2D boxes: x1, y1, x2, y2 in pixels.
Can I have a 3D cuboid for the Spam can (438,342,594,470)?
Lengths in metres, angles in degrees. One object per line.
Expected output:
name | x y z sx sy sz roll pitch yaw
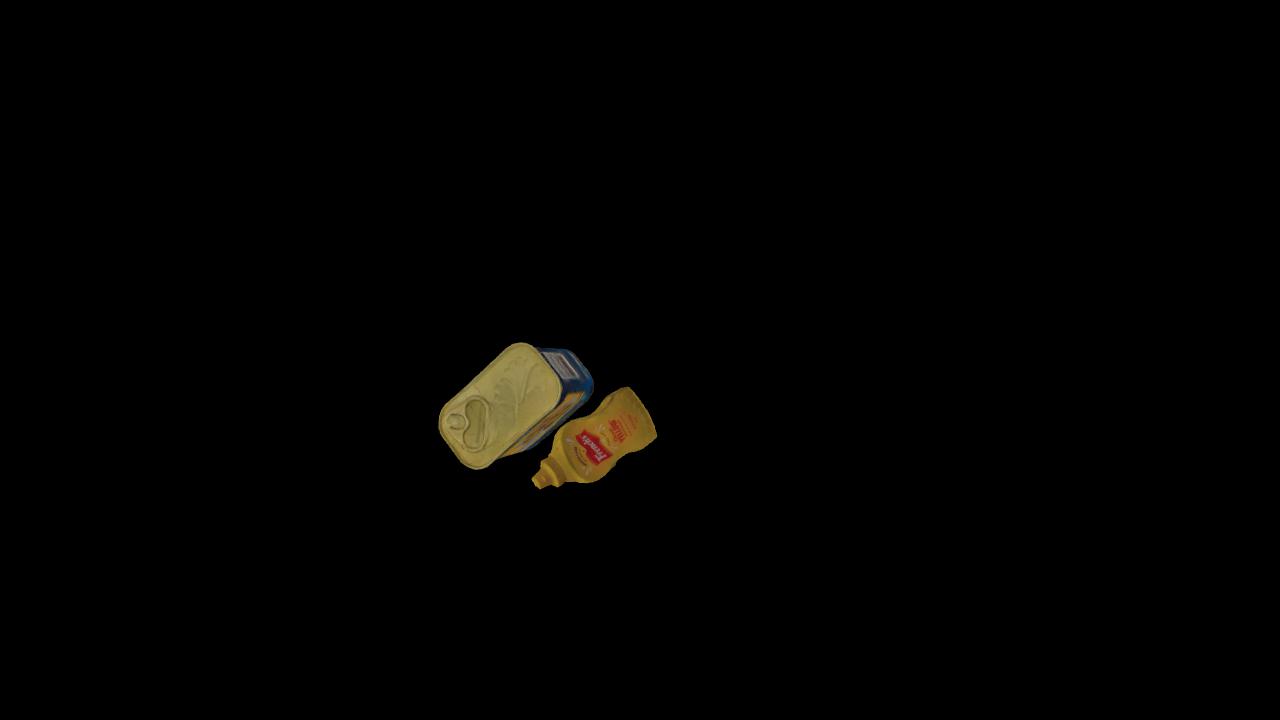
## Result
Spam can | -0.093 0.034 0.487 0.101 0.058 0.085 -40 -10 11

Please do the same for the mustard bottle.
mustard bottle | -0.069 0.119 0.844 0.184 0.092 0.054 -32 11 -27
